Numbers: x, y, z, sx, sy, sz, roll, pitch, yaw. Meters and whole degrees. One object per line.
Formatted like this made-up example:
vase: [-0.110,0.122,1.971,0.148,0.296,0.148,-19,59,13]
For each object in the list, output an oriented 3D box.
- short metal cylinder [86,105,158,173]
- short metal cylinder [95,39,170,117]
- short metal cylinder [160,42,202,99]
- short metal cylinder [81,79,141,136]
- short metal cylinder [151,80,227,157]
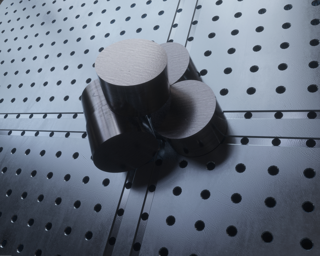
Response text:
short metal cylinder: [-0.048,0.013,0.389,0.080,0.080,0.050,-30,52,9]
short metal cylinder: [-0.030,-0.059,0.360,0.080,0.050,0.080,-2,51,3]
short metal cylinder: [0.011,-0.071,0.427,0.080,0.050,0.080,-13,56,20]
short metal cylinder: [-0.062,-0.025,0.419,0.080,0.080,0.050,-30,52,9]
short metal cylinder: [0.036,-0.011,0.378,0.080,0.050,0.080,-13,56,20]
